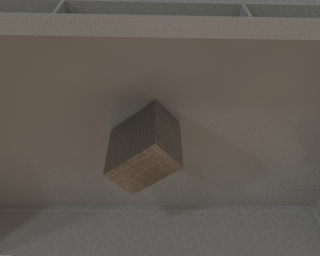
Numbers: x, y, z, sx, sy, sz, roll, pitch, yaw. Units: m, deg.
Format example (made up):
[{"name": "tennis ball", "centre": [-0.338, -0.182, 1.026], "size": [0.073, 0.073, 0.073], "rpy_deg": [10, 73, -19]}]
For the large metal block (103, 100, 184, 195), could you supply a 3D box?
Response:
[{"name": "large metal block", "centre": [-0.020, 0.025, 0.390], "size": [0.080, 0.080, 0.050], "rpy_deg": [-32, 123, 24]}]
